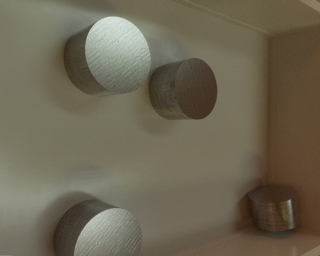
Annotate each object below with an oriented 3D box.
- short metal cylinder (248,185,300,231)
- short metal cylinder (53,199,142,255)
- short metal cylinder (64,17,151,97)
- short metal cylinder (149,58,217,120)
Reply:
[{"bbox_3d":[0.199,0.137,0.541,0.081,0.080,0.050,-17,101,-39],"label":"short metal cylinder"},{"bbox_3d":[-0.067,0.122,0.336,0.081,0.050,0.079,0,90,-40],"label":"short metal cylinder"},{"bbox_3d":[-0.058,-0.076,0.343,0.081,0.050,0.079,0,90,-40],"label":"short metal cylinder"},{"bbox_3d":[0.032,-0.051,0.419,0.081,0.050,0.079,0,90,-40],"label":"short metal cylinder"}]
